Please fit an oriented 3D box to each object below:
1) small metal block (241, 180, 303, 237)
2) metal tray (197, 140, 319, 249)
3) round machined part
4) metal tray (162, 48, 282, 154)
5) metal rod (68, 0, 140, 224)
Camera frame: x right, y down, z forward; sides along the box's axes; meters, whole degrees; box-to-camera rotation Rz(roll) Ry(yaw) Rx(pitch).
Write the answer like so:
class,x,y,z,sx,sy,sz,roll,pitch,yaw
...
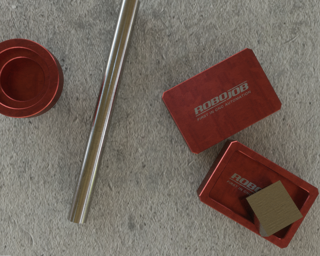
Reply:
class,x,y,z,sx,sy,sz,roll,pitch,yaw
small metal block,0.139,0.101,0.388,0.050,0.025,0.050,-25,72,-10
metal tray,0.127,0.085,0.409,0.130,0.030,0.090,31,90,-1
round machined part,-0.173,-0.061,0.399,0.099,0.042,0.097,0,90,-1
metal tray,0.079,-0.035,0.409,0.130,0.030,0.090,-28,90,-1
metal rod,-0.074,-0.024,0.408,0.025,0.025,0.298,14,90,-1
